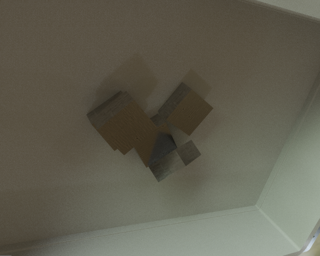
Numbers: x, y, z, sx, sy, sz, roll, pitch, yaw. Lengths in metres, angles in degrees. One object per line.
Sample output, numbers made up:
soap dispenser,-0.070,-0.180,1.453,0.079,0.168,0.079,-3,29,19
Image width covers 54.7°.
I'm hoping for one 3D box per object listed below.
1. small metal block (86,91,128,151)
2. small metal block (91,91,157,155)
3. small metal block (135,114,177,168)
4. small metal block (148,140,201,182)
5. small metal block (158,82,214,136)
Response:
small metal block,-0.052,-0.008,0.377,0.050,0.025,0.050,-36,130,-4
small metal block,-0.040,-0.005,0.353,0.050,0.025,0.050,-40,130,-2
small metal block,-0.011,0.017,0.415,0.050,0.025,0.050,-32,129,-8
small metal block,0.021,0.044,0.422,0.050,0.025,0.050,-36,173,32
small metal block,0.035,-0.025,0.414,0.050,0.025,0.050,34,99,-39
